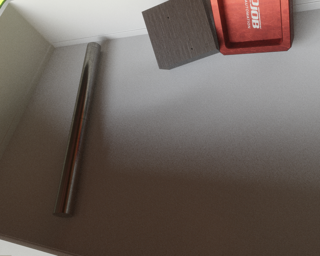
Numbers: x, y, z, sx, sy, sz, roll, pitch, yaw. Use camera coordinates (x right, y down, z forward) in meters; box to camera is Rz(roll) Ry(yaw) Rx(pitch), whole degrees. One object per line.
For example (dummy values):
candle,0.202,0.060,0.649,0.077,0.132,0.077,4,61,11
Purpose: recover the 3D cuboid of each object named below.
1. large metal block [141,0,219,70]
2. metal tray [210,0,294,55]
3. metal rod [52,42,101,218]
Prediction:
large metal block,0.031,-0.132,0.428,0.080,0.050,0.080,-16,94,19
metal tray,0.110,-0.156,0.374,0.090,0.129,0.030,3,41,29
metal rod,-0.122,-0.016,0.477,0.025,0.025,0.299,-12,57,21
